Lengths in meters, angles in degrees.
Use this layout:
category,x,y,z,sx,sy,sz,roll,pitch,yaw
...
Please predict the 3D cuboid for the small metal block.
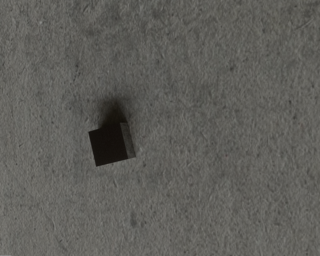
category,x,y,z,sx,sy,sz,roll,pitch,yaw
small metal block,-0.067,0.023,0.431,0.050,0.025,0.050,-15,85,19
